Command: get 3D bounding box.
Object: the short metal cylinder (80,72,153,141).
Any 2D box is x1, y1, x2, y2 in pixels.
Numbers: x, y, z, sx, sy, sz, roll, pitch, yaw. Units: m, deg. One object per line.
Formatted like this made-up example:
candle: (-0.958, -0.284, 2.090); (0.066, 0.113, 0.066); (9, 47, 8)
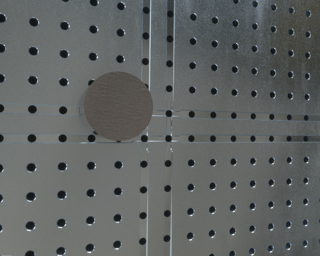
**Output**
short metal cylinder: (-0.055, -0.025, 0.379); (0.081, 0.050, 0.080); (0, 90, -20)
